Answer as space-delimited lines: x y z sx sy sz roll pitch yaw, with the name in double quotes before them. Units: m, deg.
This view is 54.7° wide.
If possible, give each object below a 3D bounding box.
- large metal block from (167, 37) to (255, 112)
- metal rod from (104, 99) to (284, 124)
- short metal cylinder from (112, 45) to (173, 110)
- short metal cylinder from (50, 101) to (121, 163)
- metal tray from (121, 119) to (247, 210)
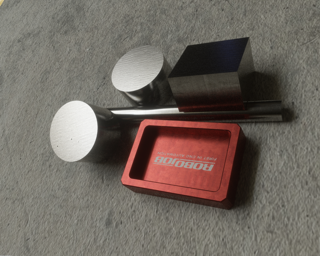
"large metal block" 0.066 -0.065 0.379 0.080 0.050 0.080 -1 40 28
"metal rod" 0.004 -0.019 0.416 0.300 0.025 0.025 -1 62 27
"short metal cylinder" -0.021 -0.071 0.444 0.080 0.050 0.080 -13 56 20
"short metal cylinder" -0.101 0.007 0.423 0.080 0.050 0.080 -4 80 27
"metal tray" 0.027 0.038 0.364 0.130 0.030 0.090 4 63 29
